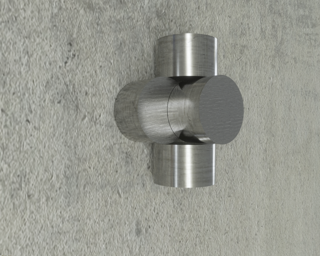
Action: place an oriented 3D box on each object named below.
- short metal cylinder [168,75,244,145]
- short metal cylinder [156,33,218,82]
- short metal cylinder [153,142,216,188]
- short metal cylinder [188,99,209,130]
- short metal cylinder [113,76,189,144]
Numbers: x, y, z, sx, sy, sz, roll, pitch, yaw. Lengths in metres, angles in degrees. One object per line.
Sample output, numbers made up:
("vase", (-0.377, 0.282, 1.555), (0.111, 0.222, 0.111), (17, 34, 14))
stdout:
("short metal cylinder", (0.056, -0.021, 0.373), (0.081, 0.050, 0.079), (0, 90, -40))
("short metal cylinder", (0.035, -0.086, 0.402), (0.081, 0.080, 0.050), (0, 91, -40))
("short metal cylinder", (0.032, 0.044, 0.400), (0.081, 0.080, 0.050), (0, 90, -40))
("short metal cylinder", (0.052, -0.022, 0.435), (0.081, 0.050, 0.079), (0, 90, -40))
("short metal cylinder", (-0.010, -0.021, 0.383), (0.081, 0.050, 0.079), (0, 90, -40))
